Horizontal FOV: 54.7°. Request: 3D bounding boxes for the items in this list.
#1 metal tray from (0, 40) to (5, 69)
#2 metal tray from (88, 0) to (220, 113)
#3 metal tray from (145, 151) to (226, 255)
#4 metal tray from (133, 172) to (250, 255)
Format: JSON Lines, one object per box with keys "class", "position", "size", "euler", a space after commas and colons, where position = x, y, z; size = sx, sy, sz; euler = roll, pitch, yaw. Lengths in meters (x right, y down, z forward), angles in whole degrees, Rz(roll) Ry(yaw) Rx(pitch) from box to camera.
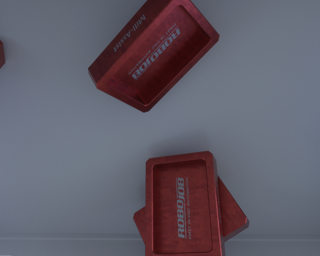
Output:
{"class": "metal tray", "position": [-0.238, -0.060, 0.328], "size": [0.091, 0.130, 0.030], "euler": [12, 132, -6]}
{"class": "metal tray", "position": [-0.005, -0.084, 0.350], "size": [0.130, 0.030, 0.090], "euler": [-45, 143, 15]}
{"class": "metal tray", "position": [0.029, 0.099, 0.390], "size": [0.090, 0.130, 0.030], "euler": [-9, 153, 16]}
{"class": "metal tray", "position": [0.039, 0.123, 0.414], "size": [0.130, 0.090, 0.030], "euler": [-34, 146, 3]}
